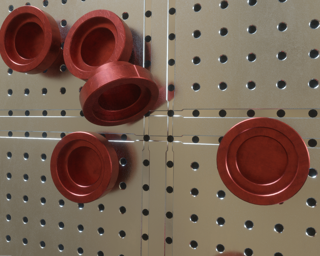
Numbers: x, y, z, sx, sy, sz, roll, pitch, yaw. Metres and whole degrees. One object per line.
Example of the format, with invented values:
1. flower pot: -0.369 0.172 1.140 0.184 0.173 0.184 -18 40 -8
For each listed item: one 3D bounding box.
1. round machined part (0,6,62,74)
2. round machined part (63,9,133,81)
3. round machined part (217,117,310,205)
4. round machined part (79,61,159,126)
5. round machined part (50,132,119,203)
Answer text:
1. round machined part: -0.191 -0.130 0.472 0.098 0.042 0.097 0 90 20
2. round machined part: -0.080 -0.107 0.427 0.098 0.042 0.098 -4 79 23
3. round machined part: 0.119 0.037 0.362 0.098 0.042 0.097 0 90 20
4. round machined part: -0.054 -0.047 0.396 0.098 0.098 0.042 -32 61 17
5. round machined part: -0.102 0.054 0.440 0.098 0.042 0.097 0 90 20
